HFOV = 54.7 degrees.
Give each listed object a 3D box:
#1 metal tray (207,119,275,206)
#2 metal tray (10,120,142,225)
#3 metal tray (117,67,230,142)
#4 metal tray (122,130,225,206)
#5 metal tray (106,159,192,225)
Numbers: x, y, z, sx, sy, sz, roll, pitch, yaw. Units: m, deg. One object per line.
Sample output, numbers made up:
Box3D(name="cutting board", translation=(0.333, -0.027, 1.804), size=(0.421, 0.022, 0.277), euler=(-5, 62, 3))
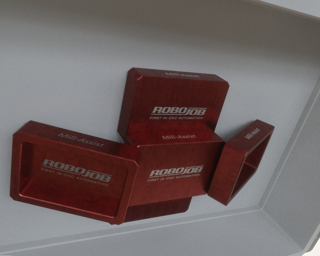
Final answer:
Box3D(name="metal tray", translation=(0.122, 0.047, 0.458), size=(0.131, 0.030, 0.089), euler=(-25, 135, -51))
Box3D(name="metal tray", translation=(-0.094, 0.051, 0.344), size=(0.131, 0.030, 0.089), euler=(14, 115, -3))
Box3D(name="metal tray", translation=(0.018, -0.025, 0.396), size=(0.131, 0.030, 0.089), euler=(-1, 119, -29))
Box3D(name="metal tray", translation=(0.015, 0.050, 0.403), size=(0.131, 0.030, 0.089), euler=(-2, 119, -28))
Box3D(name="metal tray", translation=(-0.011, 0.088, 0.450), size=(0.131, 0.030, 0.089), euler=(-1, 119, -29))
